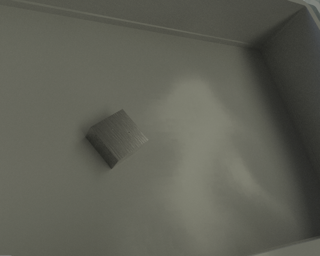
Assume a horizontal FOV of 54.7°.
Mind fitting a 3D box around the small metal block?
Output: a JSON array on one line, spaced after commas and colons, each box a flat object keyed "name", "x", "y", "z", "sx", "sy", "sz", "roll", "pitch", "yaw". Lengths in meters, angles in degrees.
[{"name": "small metal block", "x": -0.051, "y": 0.012, "z": 0.372, "sx": 0.050, "sy": 0.025, "sz": 0.050, "roll": 50, "pitch": 51, "yaw": 6}]
